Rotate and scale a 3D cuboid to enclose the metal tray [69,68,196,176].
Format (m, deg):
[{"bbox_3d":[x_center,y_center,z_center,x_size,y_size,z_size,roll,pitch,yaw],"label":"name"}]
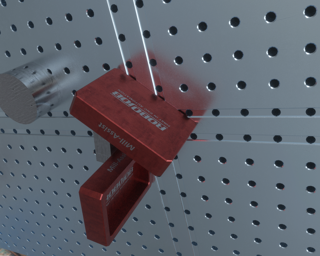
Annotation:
[{"bbox_3d":[-0.029,-0.012,0.375,0.130,0.090,0.030,36,129,4],"label":"metal tray"}]

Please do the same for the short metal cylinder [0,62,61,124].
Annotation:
[{"bbox_3d":[-0.199,-0.052,0.465,0.080,0.050,0.079,13,124,20],"label":"short metal cylinder"}]

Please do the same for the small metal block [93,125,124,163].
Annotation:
[{"bbox_3d":[-0.067,0.016,0.439,0.025,0.050,0.050,14,124,20],"label":"small metal block"}]

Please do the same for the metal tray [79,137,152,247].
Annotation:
[{"bbox_3d":[-0.053,0.079,0.418,0.030,0.131,0.089,14,124,20],"label":"metal tray"}]
